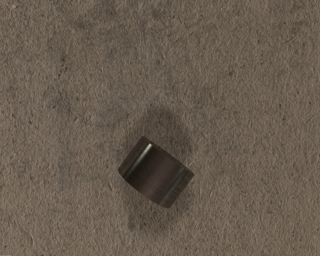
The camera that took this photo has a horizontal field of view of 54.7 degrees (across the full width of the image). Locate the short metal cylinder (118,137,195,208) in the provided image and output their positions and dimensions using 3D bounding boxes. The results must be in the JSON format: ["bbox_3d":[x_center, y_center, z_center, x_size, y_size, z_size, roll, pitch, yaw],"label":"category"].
[{"bbox_3d":[-0.005,0.054,0.383,0.080,0.080,0.050,36,90,-1],"label":"short metal cylinder"}]
